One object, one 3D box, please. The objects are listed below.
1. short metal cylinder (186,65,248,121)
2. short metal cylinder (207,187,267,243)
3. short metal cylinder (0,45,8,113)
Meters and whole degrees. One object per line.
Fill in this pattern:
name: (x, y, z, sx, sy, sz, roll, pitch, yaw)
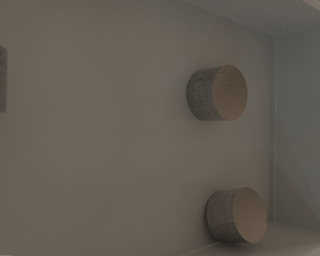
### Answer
short metal cylinder: (0.086, -0.050, 0.462, 0.081, 0.050, 0.080, 0, 90, -40)
short metal cylinder: (0.118, 0.134, 0.476, 0.081, 0.050, 0.080, 16, 64, -36)
short metal cylinder: (-0.161, -0.038, 0.235, 0.081, 0.080, 0.050, 1, 90, -40)
